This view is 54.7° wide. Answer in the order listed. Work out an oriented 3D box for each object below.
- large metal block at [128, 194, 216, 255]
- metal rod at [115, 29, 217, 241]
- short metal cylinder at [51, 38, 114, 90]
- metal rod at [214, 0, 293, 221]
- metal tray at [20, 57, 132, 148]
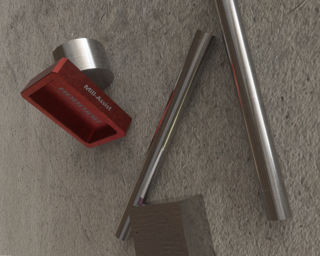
[{"bbox_3d":[0.013,0.128,0.376,0.080,0.050,0.080,-18,79,38],"label":"large metal block"},{"bbox_3d":[0.000,0.022,0.402,0.025,0.025,0.298,34,111,34],"label":"metal rod"},{"bbox_3d":[-0.115,-0.088,0.461,0.080,0.081,0.050,-32,71,35],"label":"short metal cylinder"},{"bbox_3d":[0.090,-0.056,0.329,0.025,0.025,0.298,-18,79,38],"label":"metal rod"},{"bbox_3d":[-0.115,-0.029,0.435,0.090,0.130,0.030,-19,39,38],"label":"metal tray"}]
